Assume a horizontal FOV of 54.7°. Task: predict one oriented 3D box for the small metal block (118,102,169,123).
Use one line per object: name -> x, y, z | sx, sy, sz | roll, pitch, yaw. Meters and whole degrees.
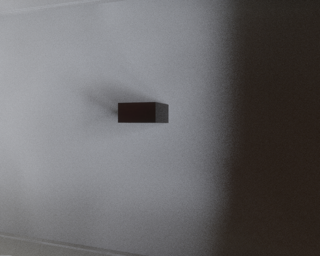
small metal block -> -0.021, -0.019, 0.404 | 0.050, 0.050, 0.025 | 0, 90, 19
